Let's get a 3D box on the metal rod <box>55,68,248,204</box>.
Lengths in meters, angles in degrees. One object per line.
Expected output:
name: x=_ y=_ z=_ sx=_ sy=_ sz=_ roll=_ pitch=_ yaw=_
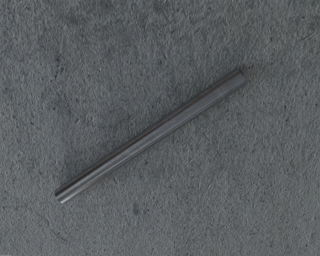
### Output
metal rod: x=-0.020 y=0.016 z=0.417 sx=0.300 sy=0.025 sz=0.025 roll=-34 pitch=107 yaw=11
